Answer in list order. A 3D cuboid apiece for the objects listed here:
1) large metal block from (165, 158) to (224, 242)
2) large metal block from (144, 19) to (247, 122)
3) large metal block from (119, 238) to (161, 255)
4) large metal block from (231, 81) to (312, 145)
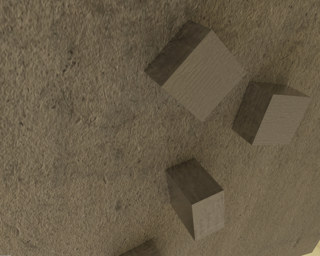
[{"bbox_3d":[0.052,0.105,0.465,0.050,0.080,0.080,-20,126,-17],"label":"large metal block"},{"bbox_3d":[0.043,-0.067,0.372,0.080,0.050,0.080,-49,129,6],"label":"large metal block"},{"bbox_3d":[-0.032,0.249,0.527,0.081,0.050,0.080,-24,127,-14],"label":"large metal block"},{"bbox_3d":[0.167,-0.022,0.468,0.081,0.050,0.079,1,118,-29],"label":"large metal block"}]
